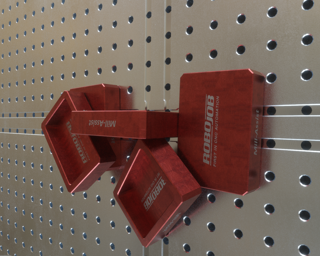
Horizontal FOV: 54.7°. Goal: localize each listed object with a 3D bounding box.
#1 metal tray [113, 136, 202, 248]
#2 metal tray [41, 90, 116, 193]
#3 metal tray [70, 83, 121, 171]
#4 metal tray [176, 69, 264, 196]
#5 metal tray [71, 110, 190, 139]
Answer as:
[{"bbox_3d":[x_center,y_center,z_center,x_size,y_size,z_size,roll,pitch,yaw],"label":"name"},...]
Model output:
[{"bbox_3d":[-0.010,0.080,0.388,0.090,0.030,0.129,53,138,26],"label":"metal tray"},{"bbox_3d":[-0.127,0.019,0.466,0.090,0.030,0.130,-45,64,30],"label":"metal tray"},{"bbox_3d":[-0.104,0.000,0.490,0.090,0.030,0.129,-1,90,40],"label":"metal tray"},{"bbox_3d":[0.065,0.002,0.350,0.090,0.030,0.129,4,92,39],"label":"metal tray"},{"bbox_3d":[-0.039,-0.006,0.396,0.130,0.091,0.030,2,92,39],"label":"metal tray"}]
